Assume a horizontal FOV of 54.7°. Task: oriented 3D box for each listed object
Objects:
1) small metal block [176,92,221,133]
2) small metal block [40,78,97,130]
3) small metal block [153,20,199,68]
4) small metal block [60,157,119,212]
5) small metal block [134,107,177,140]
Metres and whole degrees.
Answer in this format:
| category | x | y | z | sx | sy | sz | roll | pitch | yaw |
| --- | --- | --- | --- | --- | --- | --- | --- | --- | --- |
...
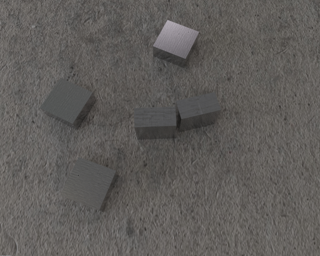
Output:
| category | x | y | z | sx | sy | sz | roll | pitch | yaw |
| --- | --- | --- | --- | --- | --- | --- | --- | --- | --- |
| small metal block | 0.047 | -0.019 | 0.402 | 0.050 | 0.050 | 0.025 | -13 | 71 | -5 |
| small metal block | -0.123 | -0.033 | 0.419 | 0.050 | 0.025 | 0.050 | 25 | 72 | 9 |
| small metal block | 0.023 | -0.123 | 0.453 | 0.050 | 0.025 | 0.050 | 24 | 72 | 8 |
| small metal block | -0.085 | 0.070 | 0.382 | 0.050 | 0.025 | 0.050 | 19 | 71 | 7 |
| small metal block | -0.006 | -0.005 | 0.397 | 0.050 | 0.050 | 0.025 | -2 | 70 | -1 |
